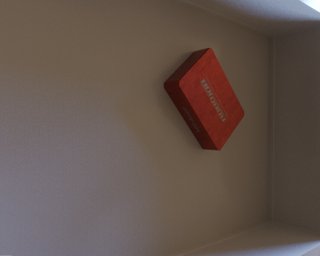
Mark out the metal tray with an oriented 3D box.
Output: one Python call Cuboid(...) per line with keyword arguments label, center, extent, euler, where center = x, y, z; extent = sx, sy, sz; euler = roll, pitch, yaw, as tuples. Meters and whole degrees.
Cuboid(label="metal tray", center=(0.071, -0.041, 0.466), extent=(0.090, 0.030, 0.130), euler=(-49, 120, -29))
